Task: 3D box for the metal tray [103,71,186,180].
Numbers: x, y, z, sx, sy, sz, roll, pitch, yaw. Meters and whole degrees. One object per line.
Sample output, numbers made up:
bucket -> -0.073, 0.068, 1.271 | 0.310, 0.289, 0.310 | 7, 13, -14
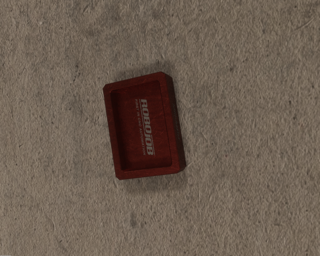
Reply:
metal tray -> -0.021, -0.001, 0.412 | 0.090, 0.030, 0.129 | -10, 87, 19
